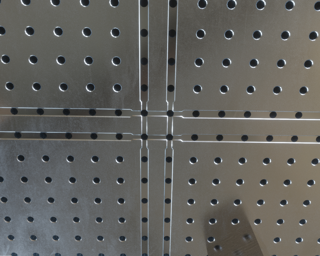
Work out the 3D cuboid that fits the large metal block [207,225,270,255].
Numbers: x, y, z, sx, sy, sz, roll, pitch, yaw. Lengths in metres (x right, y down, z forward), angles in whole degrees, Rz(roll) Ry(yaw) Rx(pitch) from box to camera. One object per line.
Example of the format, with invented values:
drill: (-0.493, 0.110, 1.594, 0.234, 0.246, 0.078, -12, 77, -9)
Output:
large metal block: (0.122, 0.205, 0.460, 0.080, 0.080, 0.050, -33, 107, 11)
